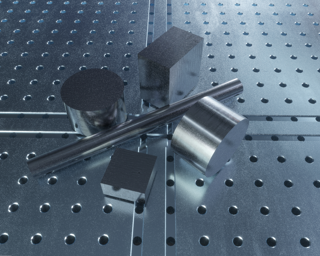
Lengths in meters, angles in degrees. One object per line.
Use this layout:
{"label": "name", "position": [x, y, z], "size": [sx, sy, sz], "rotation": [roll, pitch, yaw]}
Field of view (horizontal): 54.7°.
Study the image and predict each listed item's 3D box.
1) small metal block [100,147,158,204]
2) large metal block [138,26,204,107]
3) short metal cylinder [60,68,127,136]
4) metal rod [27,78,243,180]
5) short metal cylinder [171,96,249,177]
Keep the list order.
{"label": "small metal block", "position": [-0.034, 0.054, 0.357], "size": [0.050, 0.025, 0.050], "rotation": [12, 51, 9]}
{"label": "large metal block", "position": [0.016, -0.083, 0.437], "size": [0.050, 0.080, 0.080], "rotation": [29, 56, 22]}
{"label": "short metal cylinder", "position": [-0.086, -0.035, 0.415], "size": [0.081, 0.050, 0.080], "rotation": [0, 50, 0]}
{"label": "metal rod", "position": [-0.018, -0.006, 0.408], "size": [0.302, 0.025, 0.025], "rotation": [-23, 54, -18]}
{"label": "short metal cylinder", "position": [0.058, 0.010, 0.359], "size": [0.050, 0.080, 0.080], "rotation": [36, 59, 26]}
